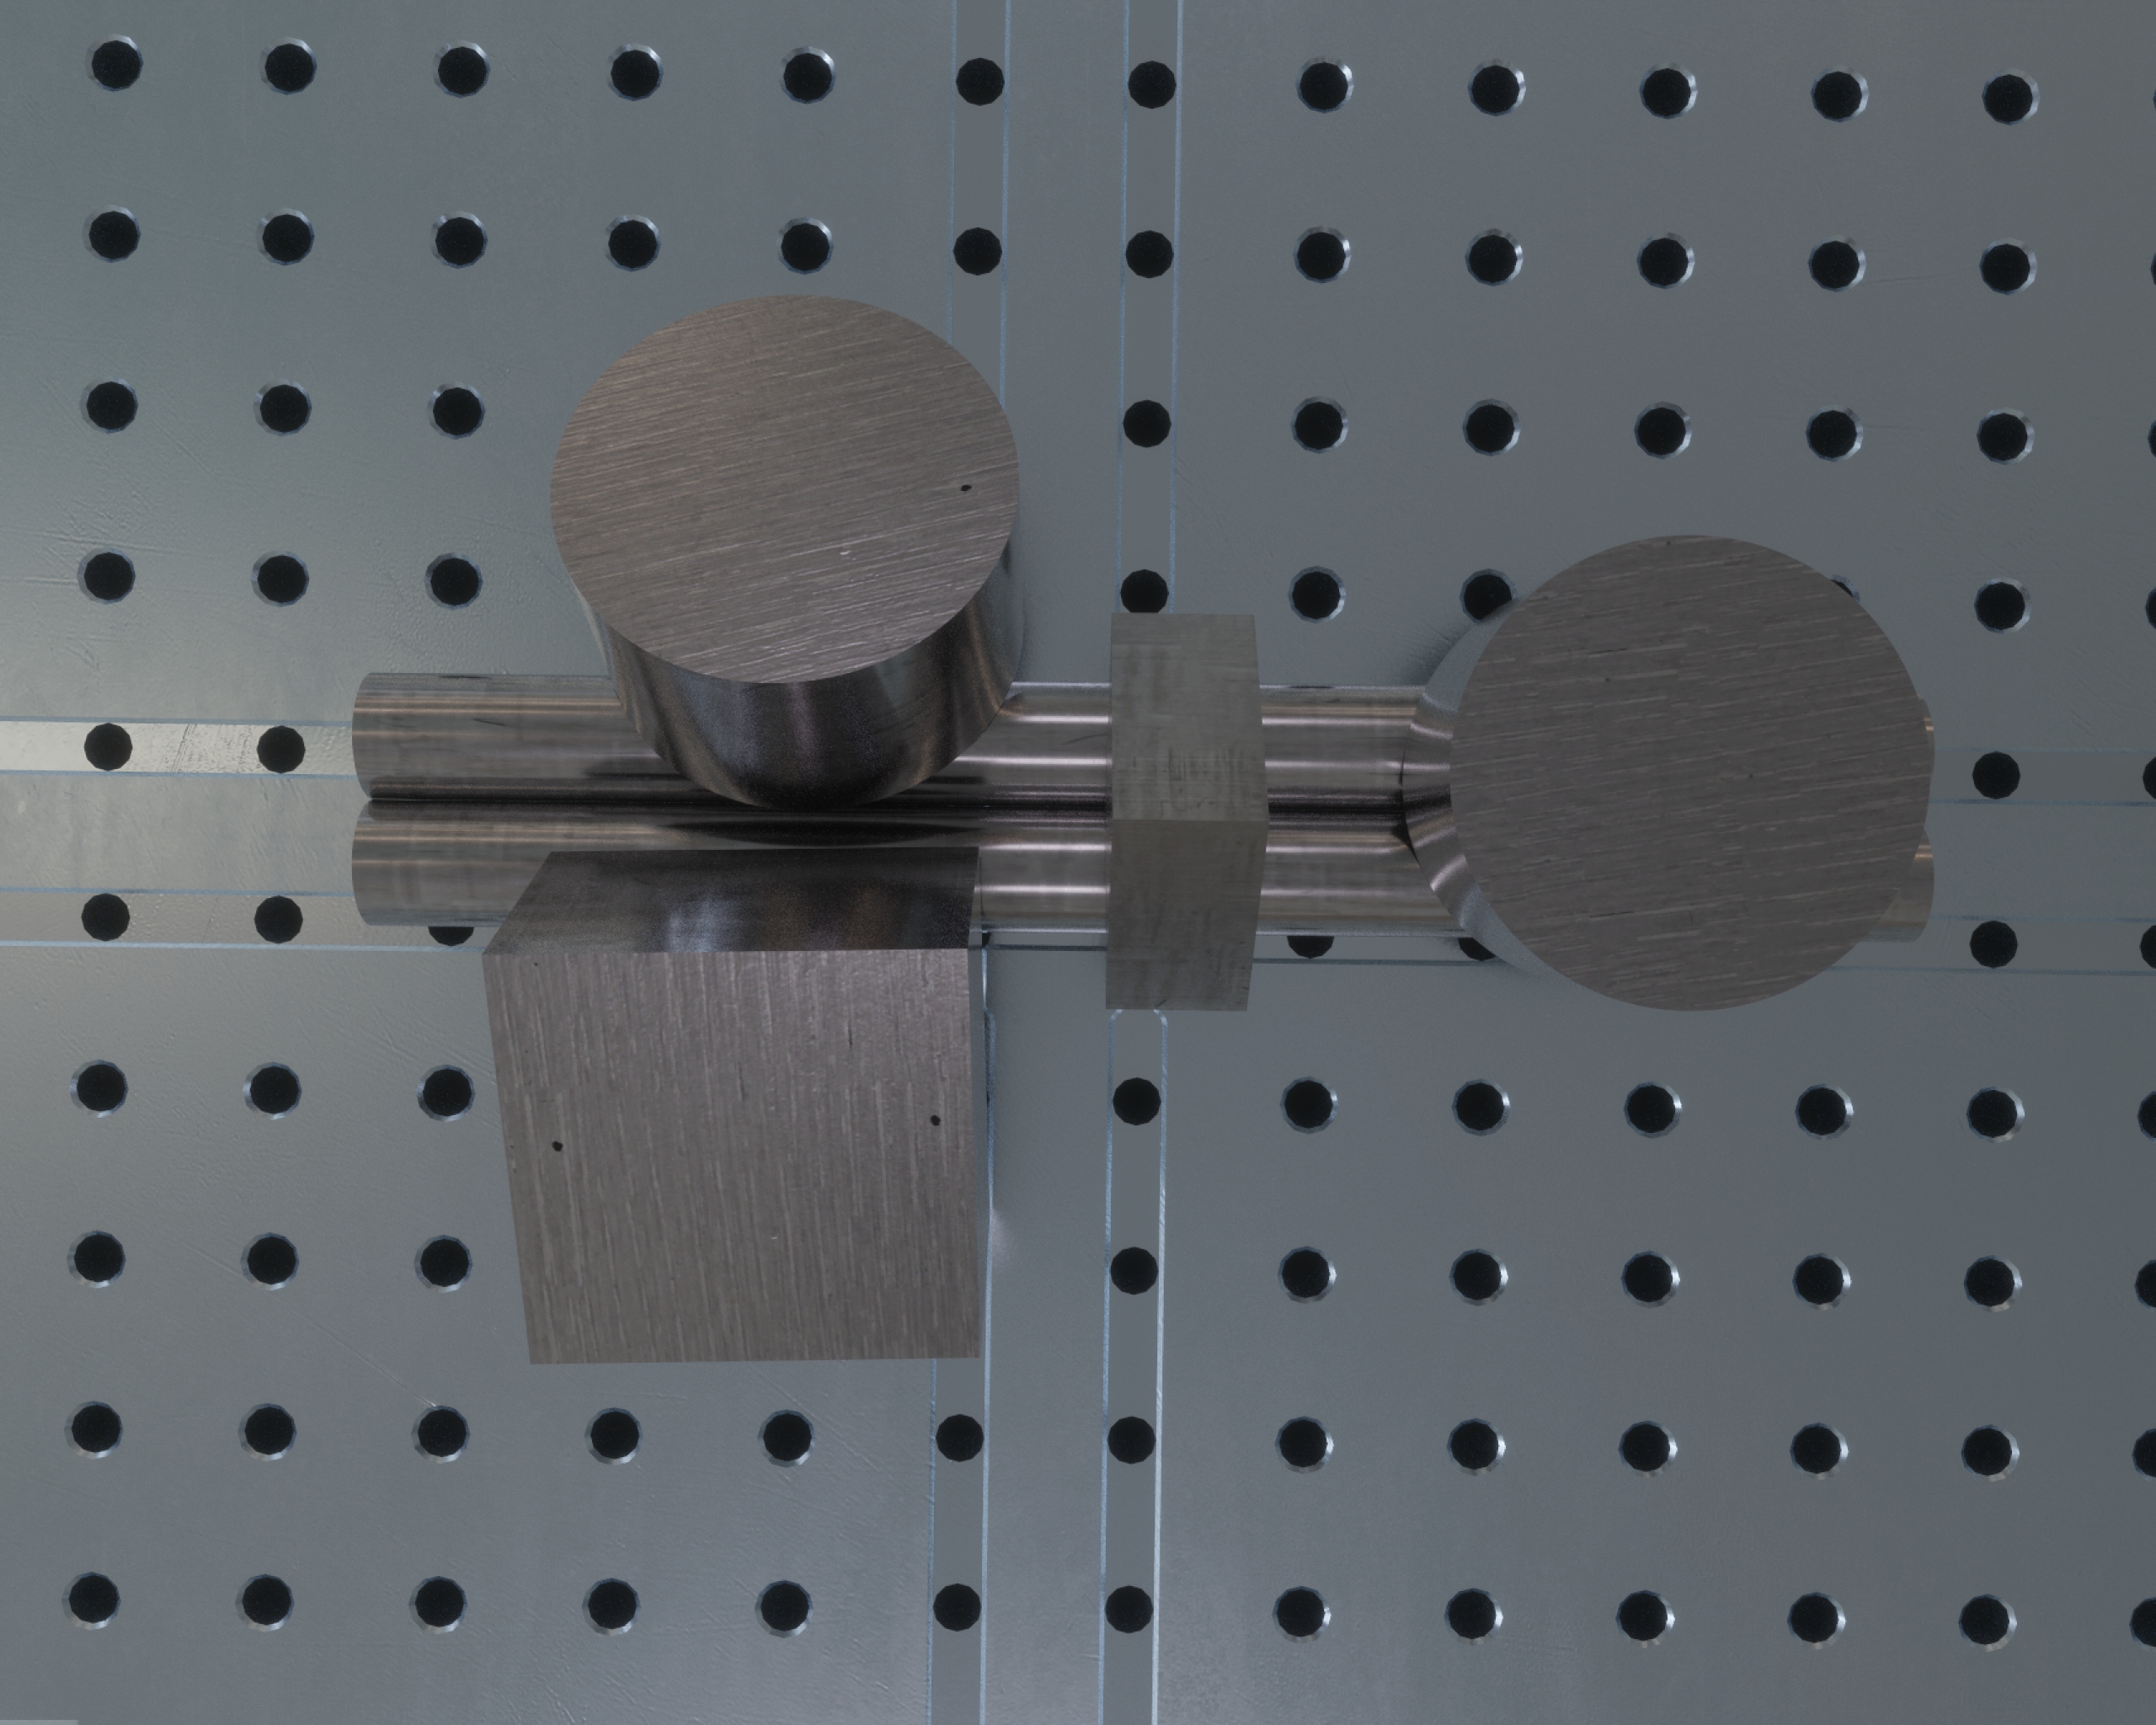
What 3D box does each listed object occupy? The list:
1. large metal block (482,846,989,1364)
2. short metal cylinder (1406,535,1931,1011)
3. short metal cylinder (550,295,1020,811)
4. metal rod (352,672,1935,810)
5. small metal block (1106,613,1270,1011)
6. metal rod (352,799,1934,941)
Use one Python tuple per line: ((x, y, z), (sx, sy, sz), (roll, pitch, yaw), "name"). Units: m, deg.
((-0.058, 0.043, 0.383), (0.081, 0.050, 0.079), (-1, 110, 0), "large metal block")
((0.102, -0.015, 0.373), (0.081, 0.050, 0.079), (0, 90, 0), "short metal cylinder")
((-0.051, -0.056, 0.383), (0.081, 0.050, 0.080), (0, 66, -1), "short metal cylinder")
((0.013, -0.023, 0.410), (0.302, 0.025, 0.025), (1, 90, 0), "metal rod")
((0.018, -0.009, 0.369), (0.025, 0.050, 0.050), (1, 48, 0), "small metal block")
((0.013, 0.002, 0.410), (0.302, 0.025, 0.025), (1, 90, 0), "metal rod")
